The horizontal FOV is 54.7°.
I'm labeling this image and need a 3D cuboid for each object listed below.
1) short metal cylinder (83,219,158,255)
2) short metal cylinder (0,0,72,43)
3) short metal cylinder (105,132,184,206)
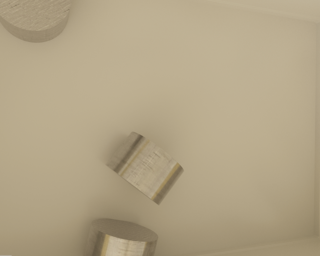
[{"bbox_3d":[-0.047,0.144,0.364,0.081,0.080,0.050,15,85,-20],"label":"short metal cylinder"},{"bbox_3d":[-0.142,-0.141,0.345,0.081,0.050,0.080,0,90,-20],"label":"short metal cylinder"},{"bbox_3d":[-0.018,0.049,0.374,0.080,0.080,0.050,41,77,-16],"label":"short metal cylinder"}]
